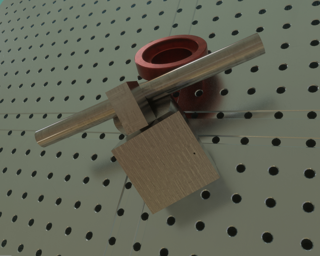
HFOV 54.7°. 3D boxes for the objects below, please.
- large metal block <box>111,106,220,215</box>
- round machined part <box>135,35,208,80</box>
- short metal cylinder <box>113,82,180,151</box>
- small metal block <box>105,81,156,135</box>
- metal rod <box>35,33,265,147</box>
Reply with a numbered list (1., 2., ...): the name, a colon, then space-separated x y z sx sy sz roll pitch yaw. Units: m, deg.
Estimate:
1. large metal block: 0.007 0.032 0.338 0.080 0.050 0.080 -31 97 8
2. round machined part: 0.018 -0.088 0.426 0.098 0.042 0.098 -9 37 7
3. short metal cylinder: -0.013 -0.014 0.406 0.080 0.050 0.080 -13 56 20
4. small metal block: -0.030 -0.024 0.343 0.025 0.050 0.050 -26 95 12
5. metal rod: -0.024 -0.040 0.379 0.301 0.025 0.025 -22 54 14
